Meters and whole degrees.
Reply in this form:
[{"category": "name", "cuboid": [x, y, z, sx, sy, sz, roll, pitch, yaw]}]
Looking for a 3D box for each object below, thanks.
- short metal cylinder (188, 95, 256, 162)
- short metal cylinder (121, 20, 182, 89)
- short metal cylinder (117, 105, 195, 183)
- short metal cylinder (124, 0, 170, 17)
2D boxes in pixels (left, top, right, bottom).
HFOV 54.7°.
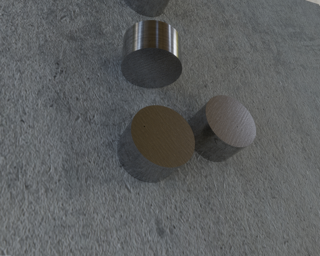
[{"category": "short metal cylinder", "cuboid": [0.085, 0.001, 0.433, 0.081, 0.050, 0.080, 14, 56, -21]}, {"category": "short metal cylinder", "cuboid": [-0.011, -0.098, 0.422, 0.081, 0.080, 0.050, 13, 57, -21]}, {"category": "short metal cylinder", "cuboid": [-0.005, 0.019, 0.373, 0.081, 0.050, 0.080, 14, 56, -21]}, {"category": "short metal cylinder", "cuboid": [-0.019, -0.235, 0.521, 0.081, 0.050, 0.080, 14, 56, -21]}]
